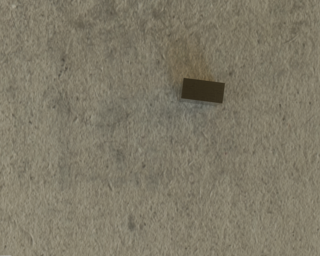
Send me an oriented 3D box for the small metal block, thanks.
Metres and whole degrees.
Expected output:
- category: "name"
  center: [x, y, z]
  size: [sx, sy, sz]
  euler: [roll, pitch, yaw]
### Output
- category: "small metal block"
  center: [0.052, -0.045, 0.398]
  size: [0.050, 0.050, 0.025]
  euler: [7, 90, -1]
